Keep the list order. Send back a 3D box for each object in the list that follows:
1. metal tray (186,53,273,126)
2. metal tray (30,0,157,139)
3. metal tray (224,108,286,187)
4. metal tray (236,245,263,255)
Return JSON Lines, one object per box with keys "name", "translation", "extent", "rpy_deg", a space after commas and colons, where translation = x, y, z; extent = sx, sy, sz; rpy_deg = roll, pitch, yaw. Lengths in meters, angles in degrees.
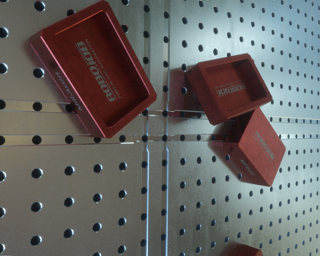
{"name": "metal tray", "translation": [0.111, -0.064, 0.481], "extent": [0.131, 0.030, 0.090], "rpy_deg": [-19, 81, -39]}
{"name": "metal tray", "translation": [-0.068, -0.064, 0.350], "extent": [0.090, 0.030, 0.130], "rpy_deg": [-43, 116, -32]}
{"name": "metal tray", "translation": [0.174, 0.034, 0.555], "extent": [0.130, 0.030, 0.090], "rpy_deg": [47, 62, -30]}
{"name": "metal tray", "translation": [0.136, 0.276, 0.524], "extent": [0.131, 0.030, 0.090], "rpy_deg": [-34, 111, -35]}
